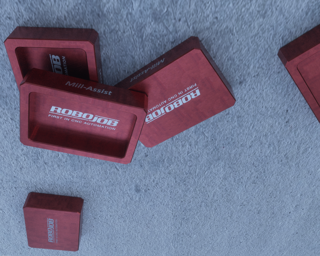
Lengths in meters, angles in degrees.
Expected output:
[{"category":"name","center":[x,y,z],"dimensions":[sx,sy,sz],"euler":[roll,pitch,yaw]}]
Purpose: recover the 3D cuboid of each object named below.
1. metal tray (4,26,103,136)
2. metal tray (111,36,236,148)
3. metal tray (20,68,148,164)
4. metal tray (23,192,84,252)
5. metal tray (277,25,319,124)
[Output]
[{"category":"metal tray","center":[-0.113,-0.049,0.360],"dimensions":[0.091,0.030,0.129],"euler":[1,130,-1]},{"category":"metal tray","center":[0.012,-0.037,0.372],"dimensions":[0.130,0.030,0.090],"euler":[-28,125,22]},{"category":"metal tray","center":[-0.087,-0.009,0.354],"dimensions":[0.131,0.030,0.089],"euler":[12,129,-11]},{"category":"metal tray","center":[-0.185,0.169,0.546],"dimensions":[0.091,0.030,0.129],"euler":[8,130,-8]},{"category":"metal tray","center":[0.206,-0.060,0.354],"dimensions":[0.090,0.030,0.130],"euler":[-32,124,24]}]
